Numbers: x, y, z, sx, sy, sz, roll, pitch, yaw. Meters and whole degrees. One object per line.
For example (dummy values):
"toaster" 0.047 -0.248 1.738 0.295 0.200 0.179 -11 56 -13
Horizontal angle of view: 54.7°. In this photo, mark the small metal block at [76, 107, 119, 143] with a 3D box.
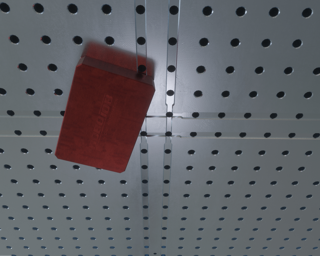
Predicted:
"small metal block" -0.082 -0.003 0.409 0.050 0.025 0.050 6 130 -6

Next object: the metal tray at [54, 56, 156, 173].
"metal tray" -0.069 -0.012 0.381 0.091 0.030 0.129 16 116 -13
